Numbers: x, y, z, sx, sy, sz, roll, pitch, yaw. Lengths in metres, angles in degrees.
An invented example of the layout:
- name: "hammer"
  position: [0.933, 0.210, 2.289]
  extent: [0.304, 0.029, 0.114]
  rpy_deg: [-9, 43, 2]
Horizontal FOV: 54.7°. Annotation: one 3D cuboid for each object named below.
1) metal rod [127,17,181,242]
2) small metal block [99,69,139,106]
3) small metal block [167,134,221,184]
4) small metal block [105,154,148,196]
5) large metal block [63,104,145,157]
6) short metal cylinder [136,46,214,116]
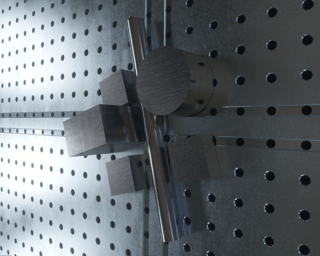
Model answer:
- name: "metal rod"
  position: [-0.010, -0.004, 0.415]
  extent: [0.025, 0.025, 0.298]
  rpy_deg: [-16, 80, 38]
- name: "small metal block"
  position: [-0.060, -0.052, 0.456]
  extent: [0.050, 0.025, 0.050]
  rpy_deg: [-22, 76, 37]
- name: "small metal block"
  position: [0.041, 0.037, 0.374]
  extent: [0.050, 0.025, 0.050]
  rpy_deg: [-19, 78, 38]
- name: "small metal block"
  position: [-0.049, 0.068, 0.447]
  extent: [0.050, 0.025, 0.050]
  rpy_deg: [-20, 78, 38]
- name: "large metal block"
  position: [-0.074, 0.005, 0.430]
  extent: [0.080, 0.081, 0.050]
  rpy_deg: [-19, 78, 38]
- name: "short metal cylinder"
  position: [0.018, -0.055, 0.376]
  extent: [0.080, 0.050, 0.079]
  rpy_deg: [0, 90, 39]
